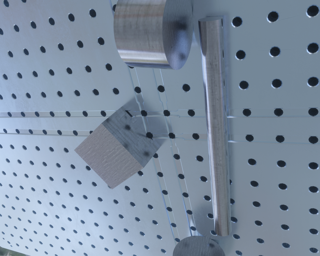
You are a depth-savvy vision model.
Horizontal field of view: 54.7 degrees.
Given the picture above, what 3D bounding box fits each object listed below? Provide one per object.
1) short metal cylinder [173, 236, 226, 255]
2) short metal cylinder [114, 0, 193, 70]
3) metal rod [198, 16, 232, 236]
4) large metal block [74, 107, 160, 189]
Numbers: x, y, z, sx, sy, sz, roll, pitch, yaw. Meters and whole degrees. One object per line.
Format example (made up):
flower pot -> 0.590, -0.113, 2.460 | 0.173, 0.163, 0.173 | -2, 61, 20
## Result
short metal cylinder -> 0.059, 0.216, 0.478 | 0.080, 0.080, 0.050 | 15, 125, 20
short metal cylinder -> -0.004, -0.101, 0.315 | 0.050, 0.080, 0.079 | 9, 122, 24
metal rod -> 0.072, 0.019, 0.384 | 0.025, 0.025, 0.298 | 6, 121, 25
large metal block -> -0.062, 0.030, 0.447 | 0.080, 0.050, 0.080 | 47, 129, -5
